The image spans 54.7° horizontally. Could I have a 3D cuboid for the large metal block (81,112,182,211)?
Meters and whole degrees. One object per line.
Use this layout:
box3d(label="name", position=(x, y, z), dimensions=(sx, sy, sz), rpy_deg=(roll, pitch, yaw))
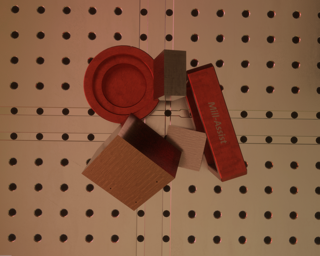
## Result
box3d(label="large metal block", position=(-0.033, 0.042, 0.378), dimensions=(0.080, 0.050, 0.080), rpy_deg=(39, 122, -11))

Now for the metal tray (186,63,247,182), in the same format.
box3d(label="metal tray", position=(0.063, -0.006, 0.382), dimensions=(0.030, 0.090, 0.129), rpy_deg=(-18, 90, 0))

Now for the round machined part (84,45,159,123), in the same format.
box3d(label="round machined part", position=(-0.046, -0.054, 0.404), dimensions=(0.099, 0.042, 0.097), rpy_deg=(0, 90, -1))

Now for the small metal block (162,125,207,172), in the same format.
box3d(label="small metal block", position=(0.033, 0.026, 0.409), dimensions=(0.050, 0.025, 0.050), rpy_deg=(12, 94, 10))

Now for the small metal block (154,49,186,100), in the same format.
box3d(label="small metal block", position=(0.010, -0.059, 0.360), dimensions=(0.025, 0.050, 0.050), rpy_deg=(0, 89, -14))
